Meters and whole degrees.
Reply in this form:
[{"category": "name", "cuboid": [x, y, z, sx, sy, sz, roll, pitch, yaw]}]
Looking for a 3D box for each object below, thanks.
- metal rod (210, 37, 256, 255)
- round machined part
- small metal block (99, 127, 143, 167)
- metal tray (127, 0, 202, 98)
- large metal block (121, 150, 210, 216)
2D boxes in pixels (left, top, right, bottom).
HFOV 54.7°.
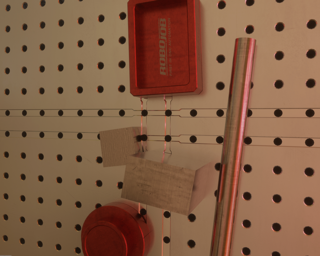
[{"category": "metal rod", "cuboid": [0.088, 0.042, 0.381, 0.025, 0.025, 0.298, 7, 92, 19]}, {"category": "round machined part", "cuboid": [-0.067, 0.156, 0.426, 0.098, 0.042, 0.097, 0, 90, 19]}, {"category": "small metal block", "cuboid": [-0.053, 0.026, 0.430, 0.050, 0.025, 0.050, -8, 87, 19]}, {"category": "metal tray", "cuboid": [0.006, -0.107, 0.406, 0.090, 0.030, 0.129, -2, 89, 19]}, {"category": "large metal block", "cuboid": [0.010, 0.062, 0.379, 0.080, 0.080, 0.050, 11, 94, 19]}]
